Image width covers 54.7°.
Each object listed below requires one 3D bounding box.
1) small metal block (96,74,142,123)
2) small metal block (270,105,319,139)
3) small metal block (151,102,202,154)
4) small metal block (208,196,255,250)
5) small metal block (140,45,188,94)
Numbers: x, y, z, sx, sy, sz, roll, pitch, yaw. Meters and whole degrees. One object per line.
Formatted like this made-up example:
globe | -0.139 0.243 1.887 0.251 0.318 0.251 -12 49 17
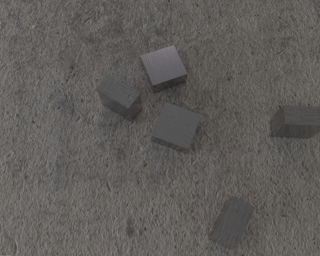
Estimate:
small metal block | -0.052 -0.038 0.408 0.050 0.050 0.025 32 73 11
small metal block | 0.176 -0.007 0.398 0.050 0.050 0.025 3 70 1
small metal block | 0.022 0.000 0.408 0.050 0.025 0.050 20 71 7
small metal block | 0.081 0.109 0.355 0.025 0.050 0.050 28 73 10
small metal block | 0.005 -0.083 0.438 0.050 0.025 0.050 -20 71 -7
